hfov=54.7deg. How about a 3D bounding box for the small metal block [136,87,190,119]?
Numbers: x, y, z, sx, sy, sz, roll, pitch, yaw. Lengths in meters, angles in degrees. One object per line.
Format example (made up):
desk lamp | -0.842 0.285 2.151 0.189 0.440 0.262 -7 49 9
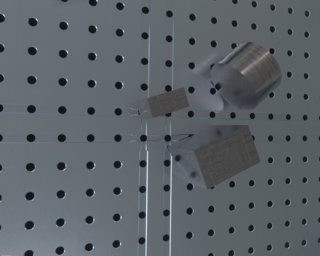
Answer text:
small metal block | 0.002 -0.031 0.400 0.050 0.050 0.025 -19 97 -19

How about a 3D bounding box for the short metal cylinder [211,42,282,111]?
short metal cylinder | 0.117 -0.070 0.427 0.050 0.080 0.080 -41 103 -15

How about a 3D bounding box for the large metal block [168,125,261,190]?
large metal block | 0.068 0.034 0.409 0.081 0.080 0.050 -23 98 -19
